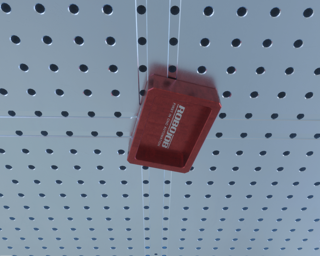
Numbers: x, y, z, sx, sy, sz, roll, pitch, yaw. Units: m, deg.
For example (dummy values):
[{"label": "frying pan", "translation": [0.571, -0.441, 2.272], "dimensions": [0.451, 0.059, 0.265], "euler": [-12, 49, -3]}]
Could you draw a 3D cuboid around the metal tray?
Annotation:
[{"label": "metal tray", "translation": [0.014, 0.001, 0.408], "dimensions": [0.091, 0.030, 0.129], "euler": [12, 129, -10]}]
